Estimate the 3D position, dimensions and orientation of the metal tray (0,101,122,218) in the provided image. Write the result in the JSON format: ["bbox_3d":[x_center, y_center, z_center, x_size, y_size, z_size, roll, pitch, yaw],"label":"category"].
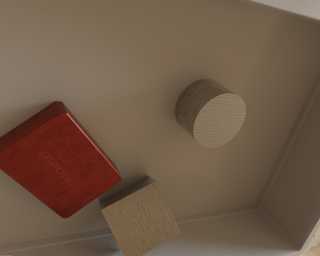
[{"bbox_3d":[-0.116,0.043,0.369,0.090,0.030,0.130,-35,129,-5],"label":"metal tray"}]

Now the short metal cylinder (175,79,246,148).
[{"bbox_3d":[0.068,-0.020,0.419,0.081,0.050,0.079,-14,125,-21],"label":"short metal cylinder"}]

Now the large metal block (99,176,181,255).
[{"bbox_3d":[-0.029,0.124,0.432,0.080,0.050,0.080,-26,95,-13],"label":"large metal block"}]
